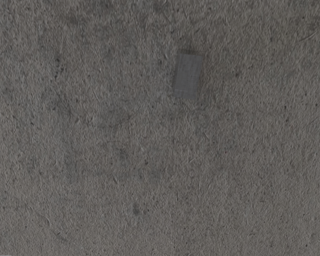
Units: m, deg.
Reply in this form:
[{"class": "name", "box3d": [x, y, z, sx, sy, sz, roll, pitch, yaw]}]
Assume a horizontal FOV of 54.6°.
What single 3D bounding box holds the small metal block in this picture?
[{"class": "small metal block", "box3d": [0.032, -0.066, 0.372, 0.025, 0.050, 0.050, 7, 110, -3]}]
